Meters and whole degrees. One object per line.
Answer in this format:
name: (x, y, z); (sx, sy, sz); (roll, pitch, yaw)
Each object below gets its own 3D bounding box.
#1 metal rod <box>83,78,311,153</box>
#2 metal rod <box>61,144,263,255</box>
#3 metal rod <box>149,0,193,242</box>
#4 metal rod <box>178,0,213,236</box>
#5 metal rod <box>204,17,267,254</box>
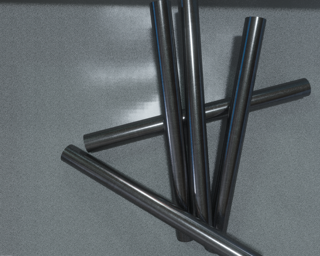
metal rod: (0.049, -0.017, 0.412); (0.302, 0.025, 0.025); (-15, 90, -1)
metal rod: (0.007, 0.101, 0.378); (0.301, 0.025, 0.025); (28, 90, 12)
metal rod: (0.017, 0.000, 0.386); (0.025, 0.025, 0.298); (-7, 100, 0)
metal rod: (0.044, -0.016, 0.385); (0.025, 0.025, 0.298); (-4, 93, -1)
metal rod: (0.093, 0.015, 0.392); (0.025, 0.025, 0.298); (8, 98, -1)
